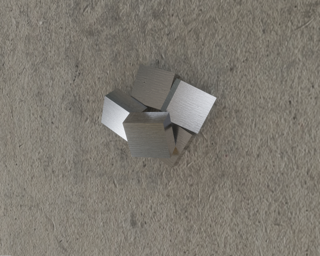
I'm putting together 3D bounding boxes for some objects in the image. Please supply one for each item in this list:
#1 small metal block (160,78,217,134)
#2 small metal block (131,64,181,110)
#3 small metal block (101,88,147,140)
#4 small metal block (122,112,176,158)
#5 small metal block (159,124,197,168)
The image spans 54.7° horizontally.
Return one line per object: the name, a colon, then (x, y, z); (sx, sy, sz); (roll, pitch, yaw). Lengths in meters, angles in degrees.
small metal block: (0.034, -0.028, 0.386); (0.050, 0.025, 0.050); (24, 99, -16)
small metal block: (-0.006, -0.053, 0.412); (0.050, 0.025, 0.050); (18, 96, 18)
small metal block: (-0.049, -0.017, 0.414); (0.050, 0.025, 0.050); (35, 137, 15)
small metal block: (-0.012, 0.008, 0.375); (0.050, 0.025, 0.050); (0, 123, 19)
small metal block: (0.011, 0.016, 0.406); (0.050, 0.025, 0.050); (34, 101, 16)
